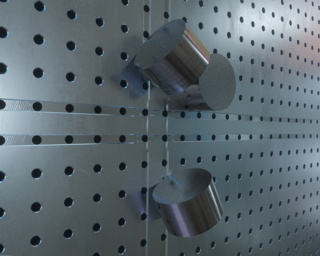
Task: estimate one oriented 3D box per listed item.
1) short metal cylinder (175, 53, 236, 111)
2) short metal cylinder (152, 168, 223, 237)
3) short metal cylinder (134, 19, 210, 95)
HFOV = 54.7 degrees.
[{"bbox_3d":[0.065,-0.064,0.450,0.081,0.050,0.079,0,90,-40],"label":"short metal cylinder"},{"bbox_3d":[0.037,0.095,0.407,0.081,0.080,0.050,-34,111,-35],"label":"short metal cylinder"},{"bbox_3d":[0.014,-0.088,0.387,0.050,0.080,0.080,41,65,-33],"label":"short metal cylinder"}]
